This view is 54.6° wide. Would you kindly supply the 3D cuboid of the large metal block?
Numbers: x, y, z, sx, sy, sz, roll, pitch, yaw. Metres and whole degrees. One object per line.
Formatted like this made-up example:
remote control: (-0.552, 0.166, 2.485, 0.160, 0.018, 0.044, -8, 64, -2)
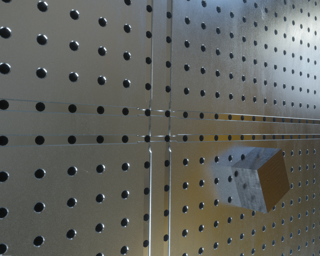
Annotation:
large metal block: (0.177, 0.088, 0.540, 0.081, 0.050, 0.080, -28, 108, -36)
